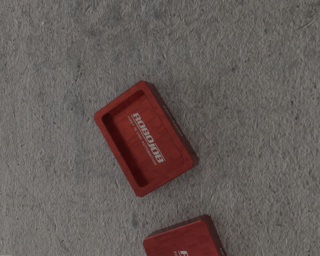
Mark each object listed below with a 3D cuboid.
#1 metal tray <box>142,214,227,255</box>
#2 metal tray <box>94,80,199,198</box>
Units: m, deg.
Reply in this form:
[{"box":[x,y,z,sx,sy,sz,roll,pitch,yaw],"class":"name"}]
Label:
[{"box":[0.044,0.186,0.391,0.090,0.030,0.129,-25,82,18],"class":"metal tray"},{"box":[-0.020,0.014,0.413,0.090,0.030,0.130,-34,79,16],"class":"metal tray"}]
